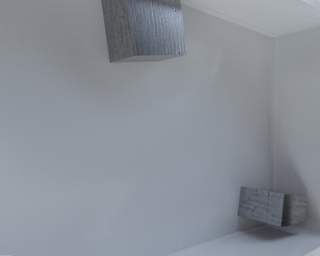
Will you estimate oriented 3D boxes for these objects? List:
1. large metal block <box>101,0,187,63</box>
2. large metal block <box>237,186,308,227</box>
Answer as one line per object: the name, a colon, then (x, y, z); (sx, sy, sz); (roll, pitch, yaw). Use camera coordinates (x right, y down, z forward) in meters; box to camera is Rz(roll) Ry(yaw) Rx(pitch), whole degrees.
large metal block: (-0.018, -0.124, 0.374); (0.081, 0.050, 0.079); (-12, 98, -39)
large metal block: (0.194, 0.134, 0.533); (0.081, 0.080, 0.050); (14, 81, -39)
